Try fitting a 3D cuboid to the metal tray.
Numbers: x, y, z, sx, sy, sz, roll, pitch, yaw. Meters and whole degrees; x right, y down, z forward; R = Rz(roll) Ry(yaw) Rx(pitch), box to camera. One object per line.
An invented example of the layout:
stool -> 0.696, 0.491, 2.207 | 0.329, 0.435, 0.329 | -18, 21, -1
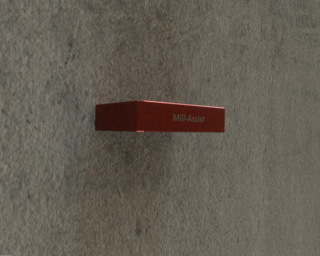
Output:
metal tray -> 0.002, -0.011, 0.365 | 0.131, 0.090, 0.030 | 1, 90, -40
